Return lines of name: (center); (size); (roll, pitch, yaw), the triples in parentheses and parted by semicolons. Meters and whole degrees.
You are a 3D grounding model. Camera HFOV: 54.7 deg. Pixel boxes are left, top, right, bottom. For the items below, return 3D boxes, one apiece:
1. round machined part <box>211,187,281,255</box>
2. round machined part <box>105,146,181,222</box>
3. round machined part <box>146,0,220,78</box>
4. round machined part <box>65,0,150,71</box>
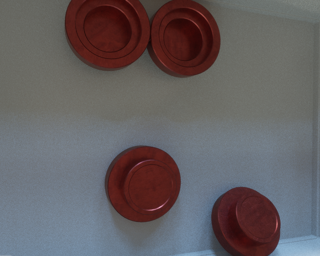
round machined part: (0.125, 0.127, 0.427); (0.099, 0.042, 0.098); (10, 57, -16)
round machined part: (-0.018, 0.072, 0.396); (0.099, 0.042, 0.097); (0, 90, -21)
round machined part: (0.027, -0.115, 0.412); (0.099, 0.042, 0.097); (0, 90, -21)
round machined part: (-0.065, -0.118, 0.377); (0.099, 0.042, 0.097); (0, 90, -18)
